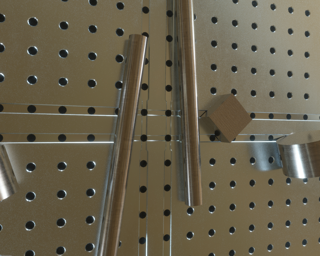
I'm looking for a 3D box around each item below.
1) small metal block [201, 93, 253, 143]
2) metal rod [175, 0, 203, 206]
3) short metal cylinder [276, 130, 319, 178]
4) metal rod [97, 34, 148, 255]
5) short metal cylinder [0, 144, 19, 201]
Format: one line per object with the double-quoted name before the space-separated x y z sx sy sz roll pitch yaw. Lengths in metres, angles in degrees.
"small metal block" 0.096 -0.014 0.448 0.050 0.025 0.050 -44 104 -15
"metal rod" 0.040 -0.044 0.427 0.025 0.025 0.298 -3 91 -20
"short metal cylinder" 0.222 0.038 0.465 0.081 0.080 0.050 -16 96 -19
"metal rod" -0.048 0.030 0.394 0.025 0.025 0.298 9 87 -20
"short metal cylinder" -0.192 0.053 0.313 0.081 0.080 0.050 -18 97 -19
